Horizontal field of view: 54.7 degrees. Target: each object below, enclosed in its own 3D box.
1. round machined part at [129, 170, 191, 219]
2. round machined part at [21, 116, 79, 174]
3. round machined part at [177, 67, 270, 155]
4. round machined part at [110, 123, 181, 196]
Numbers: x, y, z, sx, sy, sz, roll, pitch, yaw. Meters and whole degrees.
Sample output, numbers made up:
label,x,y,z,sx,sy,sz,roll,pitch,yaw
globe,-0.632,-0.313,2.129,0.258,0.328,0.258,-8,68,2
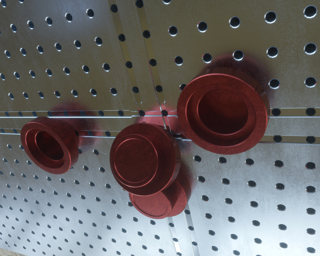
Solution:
label,x,y,z,sx,sy,sz,roll,pitch,yaw
round machined part,-0.007,0.097,0.462,0.098,0.042,0.097,13,124,20
round machined part,-0.172,0.024,0.503,0.098,0.042,0.097,13,124,20
round machined part,0.072,-0.022,0.348,0.098,0.042,0.097,13,124,20
round machined part,-0.025,0.042,0.411,0.098,0.042,0.097,-1,89,23
